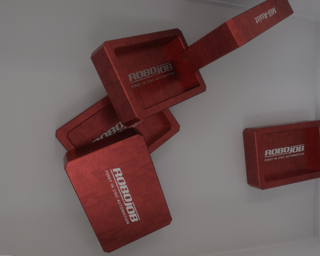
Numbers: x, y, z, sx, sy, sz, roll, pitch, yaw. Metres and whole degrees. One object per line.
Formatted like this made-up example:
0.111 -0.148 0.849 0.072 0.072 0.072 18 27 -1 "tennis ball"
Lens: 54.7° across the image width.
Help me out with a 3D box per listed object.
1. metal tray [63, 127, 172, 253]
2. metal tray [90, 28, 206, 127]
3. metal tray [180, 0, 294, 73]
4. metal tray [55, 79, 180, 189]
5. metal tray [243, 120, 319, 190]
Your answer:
-0.047 0.074 0.368 0.091 0.030 0.129 -22 113 -12 "metal tray"
-0.007 -0.065 0.372 0.131 0.030 0.090 -27 94 -43 "metal tray"
0.097 -0.120 0.391 0.131 0.090 0.030 -36 99 -35 "metal tray"
-0.051 0.003 0.389 0.131 0.030 0.090 -38 102 -16 "metal tray"
0.195 0.038 0.479 0.131 0.030 0.089 -7 92 -20 "metal tray"
